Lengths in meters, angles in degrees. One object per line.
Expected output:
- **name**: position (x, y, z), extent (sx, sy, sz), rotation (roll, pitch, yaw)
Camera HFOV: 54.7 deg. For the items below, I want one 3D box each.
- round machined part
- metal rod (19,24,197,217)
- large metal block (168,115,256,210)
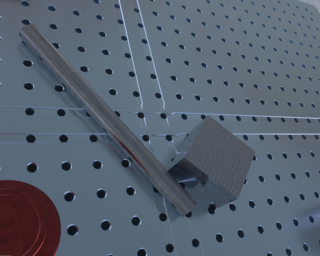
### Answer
- **round machined part**: position (-0.137, 0.091, 0.268), extent (0.099, 0.042, 0.098), rotation (14, 56, -21)
- **metal rod**: position (-0.067, -0.013, 0.380), extent (0.300, 0.025, 0.025), rotation (47, 51, 5)
- **large metal block**: position (0.067, 0.044, 0.403), extent (0.080, 0.050, 0.080), rotation (38, 51, -3)
